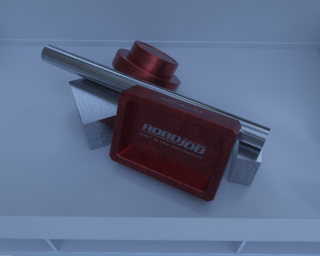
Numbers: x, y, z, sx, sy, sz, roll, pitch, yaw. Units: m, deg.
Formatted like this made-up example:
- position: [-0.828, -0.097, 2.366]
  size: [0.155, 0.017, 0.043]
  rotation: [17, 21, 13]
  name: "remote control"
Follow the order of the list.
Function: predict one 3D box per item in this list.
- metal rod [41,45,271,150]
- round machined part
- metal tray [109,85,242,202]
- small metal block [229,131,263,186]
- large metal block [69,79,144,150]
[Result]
- position: [-0.019, -0.044, 0.374]
  size: [0.301, 0.025, 0.025]
  rotation: [23, 54, 18]
  name: "metal rod"
- position: [-0.013, -0.087, 0.431]
  size: [0.098, 0.042, 0.098]
  rotation: [26, 20, -10]
  name: "round machined part"
- position: [0.012, 0.015, 0.344]
  size: [0.130, 0.089, 0.030]
  rotation: [21, 26, 16]
  name: "metal tray"
- position: [0.101, 0.031, 0.362]
  size: [0.025, 0.050, 0.050]
  rotation: [11, 51, 9]
  name: "small metal block"
- position: [-0.066, -0.028, 0.409]
  size: [0.081, 0.050, 0.080]
  rotation: [-18, 52, -15]
  name: "large metal block"
